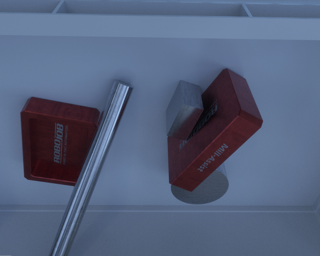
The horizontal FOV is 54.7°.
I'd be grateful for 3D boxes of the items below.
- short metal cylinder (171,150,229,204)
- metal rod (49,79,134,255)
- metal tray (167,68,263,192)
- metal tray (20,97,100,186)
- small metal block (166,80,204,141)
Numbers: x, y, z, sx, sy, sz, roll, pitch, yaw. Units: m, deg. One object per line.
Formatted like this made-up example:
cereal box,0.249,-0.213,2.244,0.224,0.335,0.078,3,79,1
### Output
short metal cylinder,0.055,0.066,0.450,0.081,0.050,0.079,0,130,0
metal rod,-0.099,0.081,0.401,0.025,0.025,0.298,19,104,-16
metal tray,0.057,0.004,0.370,0.030,0.090,0.129,25,126,-20
metal tray,-0.137,0.025,0.424,0.091,0.030,0.129,10,130,-9
small metal block,0.028,-0.022,0.375,0.025,0.050,0.050,15,128,-13
